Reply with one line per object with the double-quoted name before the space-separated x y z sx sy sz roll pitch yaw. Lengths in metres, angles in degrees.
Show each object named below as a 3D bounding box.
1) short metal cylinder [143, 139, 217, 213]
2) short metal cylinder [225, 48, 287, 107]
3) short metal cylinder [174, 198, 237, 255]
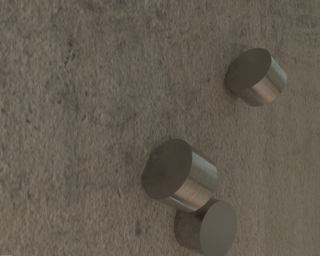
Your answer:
"short metal cylinder" 0.024 0.060 0.392 0.050 0.080 0.080 35 68 -35
"short metal cylinder" 0.154 -0.082 0.501 0.050 0.080 0.080 34 69 -35
"short metal cylinder" 0.066 0.141 0.447 0.081 0.050 0.079 0 90 -40
